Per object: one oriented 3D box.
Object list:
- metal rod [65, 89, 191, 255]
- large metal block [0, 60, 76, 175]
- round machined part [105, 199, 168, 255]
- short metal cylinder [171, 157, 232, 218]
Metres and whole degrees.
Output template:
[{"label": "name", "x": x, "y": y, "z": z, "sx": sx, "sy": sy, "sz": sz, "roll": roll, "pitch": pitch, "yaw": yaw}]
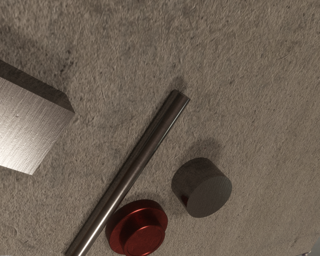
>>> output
[{"label": "metal rod", "x": -0.052, "y": 0.078, "z": 0.428, "sx": 0.025, "sy": 0.025, "sz": 0.299, "roll": 25, "pitch": 105, "yaw": -37}, {"label": "large metal block", "x": -0.145, "y": -0.010, "z": 0.305, "sx": 0.080, "sy": 0.050, "sz": 0.080, "roll": 30, "pitch": 102, "yaw": -38}, {"label": "round machined part", "x": -0.031, "y": 0.163, "z": 0.481, "sx": 0.099, "sy": 0.042, "sz": 0.097, "roll": -14, "pitch": 125, "yaw": -21}, {"label": "short metal cylinder", "x": 0.065, "y": 0.093, "z": 0.486, "sx": 0.081, "sy": 0.050, "sz": 0.079, "roll": -14, "pitch": 125, "yaw": -21}]
